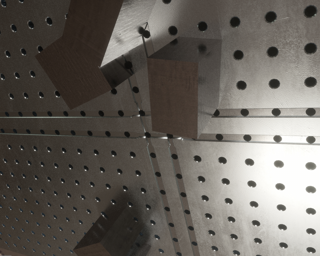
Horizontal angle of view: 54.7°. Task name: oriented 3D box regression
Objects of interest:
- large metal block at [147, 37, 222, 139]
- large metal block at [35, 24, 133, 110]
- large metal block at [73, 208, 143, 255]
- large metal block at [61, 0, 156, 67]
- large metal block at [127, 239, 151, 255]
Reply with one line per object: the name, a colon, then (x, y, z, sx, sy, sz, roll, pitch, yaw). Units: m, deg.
large metal block: (0.029, -0.046, 0.331, 0.050, 0.080, 0.079, 10, 123, 22)
large metal block: (-0.096, -0.079, 0.395, 0.080, 0.050, 0.080, -19, 108, 35)
large metal block: (-0.090, 0.194, 0.541, 0.080, 0.080, 0.050, -29, 103, 37)
large metal block: (-0.049, -0.122, 0.325, 0.050, 0.080, 0.079, 35, 129, 5)
large metal block: (-0.062, 0.258, 0.566, 0.050, 0.080, 0.079, 23, 127, 14)
